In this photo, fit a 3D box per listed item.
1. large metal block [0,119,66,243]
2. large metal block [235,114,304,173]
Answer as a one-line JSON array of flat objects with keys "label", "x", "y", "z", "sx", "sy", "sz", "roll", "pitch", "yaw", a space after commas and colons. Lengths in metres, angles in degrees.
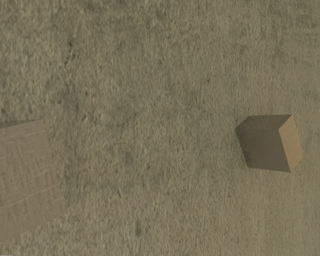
[{"label": "large metal block", "x": -0.129, "y": 0.037, "z": 0.262, "sx": 0.050, "sy": 0.080, "sz": 0.079, "roll": -18, "pitch": 102, "yaw": -39}, {"label": "large metal block", "x": 0.186, "y": 0.025, "z": 0.528, "sx": 0.050, "sy": 0.080, "sz": 0.080, "roll": -36, "pitch": 113, "yaw": -34}]
